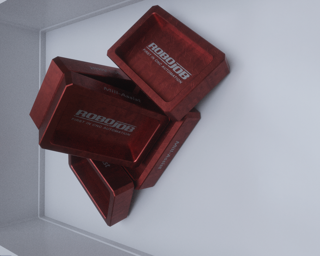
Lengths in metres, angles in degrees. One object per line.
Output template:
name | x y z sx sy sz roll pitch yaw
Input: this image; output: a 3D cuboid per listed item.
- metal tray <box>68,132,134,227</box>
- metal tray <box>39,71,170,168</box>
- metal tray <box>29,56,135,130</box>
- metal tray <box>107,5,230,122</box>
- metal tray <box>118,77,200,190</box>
metal tray | -0.091 0.067 0.451 0.130 0.030 0.089 47 142 29
metal tray | -0.065 -0.004 0.372 0.089 0.131 0.030 -57 34 24
metal tray | -0.090 -0.038 0.407 0.030 0.131 0.089 48 119 30
metal tray | 0.006 -0.081 0.372 0.090 0.030 0.130 -44 60 2
metal tray | -0.016 0.006 0.412 0.090 0.030 0.129 46 117 29
